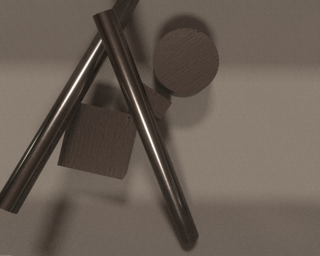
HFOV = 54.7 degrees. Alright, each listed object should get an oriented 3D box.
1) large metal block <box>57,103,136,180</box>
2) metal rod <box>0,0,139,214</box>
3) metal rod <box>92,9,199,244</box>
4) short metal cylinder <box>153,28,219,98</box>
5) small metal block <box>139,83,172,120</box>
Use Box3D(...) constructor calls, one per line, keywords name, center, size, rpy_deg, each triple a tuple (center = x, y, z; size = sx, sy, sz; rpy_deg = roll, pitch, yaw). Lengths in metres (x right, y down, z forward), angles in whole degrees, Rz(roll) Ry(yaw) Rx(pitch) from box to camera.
Box3D(name="large metal block", center=(-0.076, 0.015, 0.398), size=(0.080, 0.050, 0.080), rpy_deg=(13, 90, -1))
Box3D(name="metal rod", center=(-0.098, -0.046, 0.364), size=(0.025, 0.025, 0.300), rpy_deg=(25, 71, 0))
Box3D(name="metal rod", center=(-0.010, 0.012, 0.371), size=(0.025, 0.025, 0.298), rpy_deg=(-20, 106, 0))
Box3D(name="short metal cylinder", center=(0.031, -0.081, 0.399), size=(0.081, 0.050, 0.079), rpy_deg=(0, 90, -1))
Box3D(name="small metal block", center=(-0.013, -0.035, 0.399), size=(0.050, 0.050, 0.025), rpy_deg=(34, 90, -1))
